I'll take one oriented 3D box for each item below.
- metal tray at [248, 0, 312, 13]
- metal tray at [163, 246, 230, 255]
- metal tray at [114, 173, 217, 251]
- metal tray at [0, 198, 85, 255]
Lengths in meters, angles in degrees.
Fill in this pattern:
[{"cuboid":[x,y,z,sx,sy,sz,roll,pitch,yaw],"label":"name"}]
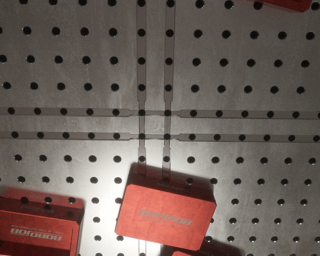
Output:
[{"cuboid":[0.138,-0.203,0.337,0.091,0.030,0.129,13,110,-6],"label":"metal tray"},{"cuboid":[0.064,0.239,0.499,0.131,0.030,0.089,22,108,-9],"label":"metal tray"},{"cuboid":[0.007,0.125,0.457,0.131,0.030,0.089,14,109,-6],"label":"metal tray"},{"cuboid":[-0.187,0.160,0.466,0.131,0.030,0.089,10,110,-4],"label":"metal tray"}]
